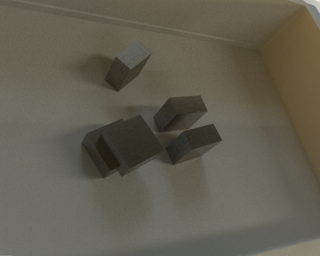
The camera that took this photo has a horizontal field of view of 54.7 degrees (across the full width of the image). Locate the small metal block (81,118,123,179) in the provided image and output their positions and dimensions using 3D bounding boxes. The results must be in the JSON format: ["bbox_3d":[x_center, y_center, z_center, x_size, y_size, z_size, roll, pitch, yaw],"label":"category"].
[{"bbox_3d":[-0.055,0.023,0.363,0.050,0.025,0.050,-26,76,-37],"label":"small metal block"}]

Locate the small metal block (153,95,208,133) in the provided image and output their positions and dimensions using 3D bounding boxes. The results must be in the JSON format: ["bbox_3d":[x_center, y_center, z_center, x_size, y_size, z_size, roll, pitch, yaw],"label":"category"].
[{"bbox_3d":[0.027,-0.019,0.417,0.050,0.050,0.025,-7,66,-32],"label":"small metal block"}]

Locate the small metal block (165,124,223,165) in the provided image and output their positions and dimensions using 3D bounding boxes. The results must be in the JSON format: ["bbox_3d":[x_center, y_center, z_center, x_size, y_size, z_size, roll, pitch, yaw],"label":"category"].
[{"bbox_3d":[0.043,0.021,0.402,0.050,0.050,0.025,-13,69,-34],"label":"small metal block"}]

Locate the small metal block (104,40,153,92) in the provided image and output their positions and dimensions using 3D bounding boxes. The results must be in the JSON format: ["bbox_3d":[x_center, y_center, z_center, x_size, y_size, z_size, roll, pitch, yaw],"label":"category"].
[{"bbox_3d":[-0.043,-0.083,0.419,0.025,0.050,0.050,42,51,0],"label":"small metal block"}]

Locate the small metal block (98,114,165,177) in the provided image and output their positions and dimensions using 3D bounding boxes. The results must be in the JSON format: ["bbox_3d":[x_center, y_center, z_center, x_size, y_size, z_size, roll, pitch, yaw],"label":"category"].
[{"bbox_3d":[-0.032,0.019,0.346,0.050,0.025,0.050,-26,76,-37],"label":"small metal block"}]
